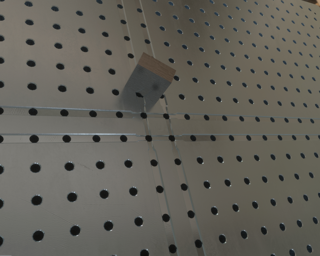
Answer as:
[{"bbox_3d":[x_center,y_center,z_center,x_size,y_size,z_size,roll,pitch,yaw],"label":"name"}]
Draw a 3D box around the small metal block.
[{"bbox_3d":[-0.014,-0.068,0.426,0.050,0.050,0.025,28,52,-11],"label":"small metal block"}]
